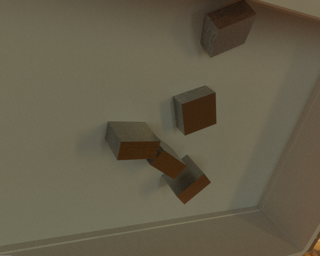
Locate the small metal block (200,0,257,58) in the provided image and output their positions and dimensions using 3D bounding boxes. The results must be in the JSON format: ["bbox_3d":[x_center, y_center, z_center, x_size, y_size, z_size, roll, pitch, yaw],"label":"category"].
[{"bbox_3d":[0.079,-0.116,0.365,0.050,0.025,0.050,-25,160,-12],"label":"small metal block"}]

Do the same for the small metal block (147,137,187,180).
[{"bbox_3d":[0.001,0.036,0.415,0.025,0.050,0.050,-48,129,5],"label":"small metal block"}]

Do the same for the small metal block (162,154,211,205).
[{"bbox_3d":[0.038,0.075,0.460,0.050,0.050,0.025,-39,129,-2],"label":"small metal block"}]

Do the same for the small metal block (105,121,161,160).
[{"bbox_3d":[-0.035,0.015,0.382,0.050,0.050,0.025,1,118,-29],"label":"small metal block"}]

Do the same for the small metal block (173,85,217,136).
[{"bbox_3d":[0.048,-0.024,0.420,0.050,0.025,0.050,-20,126,-17],"label":"small metal block"}]
